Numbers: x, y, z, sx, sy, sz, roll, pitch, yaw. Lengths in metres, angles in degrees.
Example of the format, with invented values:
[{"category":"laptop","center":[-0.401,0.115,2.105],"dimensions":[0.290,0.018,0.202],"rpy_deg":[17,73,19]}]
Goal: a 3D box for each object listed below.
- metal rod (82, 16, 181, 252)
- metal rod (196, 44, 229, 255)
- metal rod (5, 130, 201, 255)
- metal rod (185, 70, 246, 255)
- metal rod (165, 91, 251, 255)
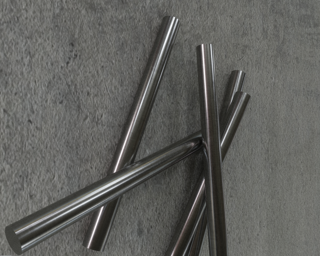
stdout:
[{"category":"metal rod","center":[-0.029,-0.005,0.379],"dimensions":[0.025,0.025,0.299],"rpy_deg":[29,72,-36]},{"category":"metal rod","center":[0.071,0.034,0.421],"dimensions":[0.025,0.025,0.298],"rpy_deg":[2,82,-40]},{"category":"metal rod","center":[-0.021,0.050,0.355],"dimensions":[0.302,0.025,0.025],"rpy_deg":[-23,105,-48]},{"category":"metal rod","center":[0.087,0.049,0.477],"dimensions":[0.025,0.025,0.299],"rpy_deg":[28,72,-37]},{"category":"metal rod","center":[0.064,0.081,0.441],"dimensions":[0.025,0.025,0.300],"rpy_deg":[36,73,-35]}]
